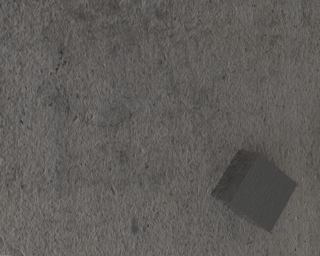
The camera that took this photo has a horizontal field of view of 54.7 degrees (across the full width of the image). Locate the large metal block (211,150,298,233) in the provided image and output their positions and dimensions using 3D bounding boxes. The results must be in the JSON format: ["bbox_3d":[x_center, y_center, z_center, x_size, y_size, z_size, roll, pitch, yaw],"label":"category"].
[{"bbox_3d":[0.135,0.089,0.445,0.080,0.050,0.080,38,78,-16],"label":"large metal block"}]
